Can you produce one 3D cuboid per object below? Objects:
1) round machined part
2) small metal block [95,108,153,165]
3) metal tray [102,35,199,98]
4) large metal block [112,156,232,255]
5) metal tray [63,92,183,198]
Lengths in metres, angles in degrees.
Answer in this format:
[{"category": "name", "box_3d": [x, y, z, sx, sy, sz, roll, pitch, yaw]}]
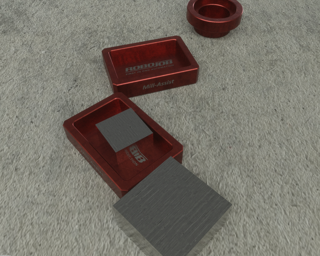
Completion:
[{"category": "round machined part", "box_3d": [0.097, -0.200, 0.562, 0.099, 0.042, 0.098, 0, 50, 0]}, {"category": "small metal block", "box_3d": [-0.043, 0.009, 0.378, 0.050, 0.025, 0.050, -28, 56, -22]}, {"category": "metal tray", "box_3d": [-0.016, -0.097, 0.480, 0.131, 0.030, 0.090, -14, 52, -12]}, {"category": "large metal block", "box_3d": [0.012, 0.089, 0.312, 0.080, 0.050, 0.080, 37, 59, 26]}, {"category": "metal tray", "box_3d": [-0.046, 0.018, 0.384, 0.091, 0.030, 0.130, -34, 58, -25]}]
